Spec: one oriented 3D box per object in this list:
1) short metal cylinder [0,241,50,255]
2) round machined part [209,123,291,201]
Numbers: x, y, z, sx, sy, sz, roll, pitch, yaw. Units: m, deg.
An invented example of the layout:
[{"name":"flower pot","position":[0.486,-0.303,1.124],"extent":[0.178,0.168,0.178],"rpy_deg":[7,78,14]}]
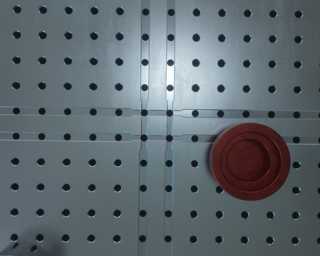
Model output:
[{"name":"short metal cylinder","position":[-0.186,0.195,0.399],"extent":[0.081,0.050,0.080],"rpy_deg":[0,90,0]},{"name":"round machined part","position":[0.114,0.042,0.406],"extent":[0.099,0.042,0.097],"rpy_deg":[0,90,0]}]
